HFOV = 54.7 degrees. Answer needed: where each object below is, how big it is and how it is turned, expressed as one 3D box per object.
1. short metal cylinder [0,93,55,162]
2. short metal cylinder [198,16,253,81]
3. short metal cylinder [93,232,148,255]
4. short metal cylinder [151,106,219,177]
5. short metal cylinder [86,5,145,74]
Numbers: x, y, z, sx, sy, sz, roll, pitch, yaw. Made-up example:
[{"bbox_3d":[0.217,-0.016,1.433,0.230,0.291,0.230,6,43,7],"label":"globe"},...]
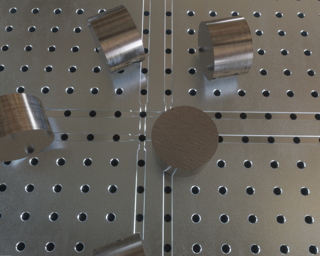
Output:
[{"bbox_3d":[-0.178,0.001,0.380,0.080,0.080,0.050,-23,72,-9],"label":"short metal cylinder"},{"bbox_3d":[0.087,-0.108,0.423,0.050,0.080,0.080,-10,71,-4],"label":"short metal cylinder"},{"bbox_3d":[-0.033,0.157,0.325,0.050,0.080,0.080,-18,71,-7],"label":"short metal cylinder"},{"bbox_3d":[0.030,0.018,0.392,0.081,0.050,0.080,0,70,0],"label":"short metal cylinder"},{"bbox_3d":[-0.061,-0.120,0.426,0.050,0.080,0.080,-25,72,-9],"label":"short metal cylinder"}]
